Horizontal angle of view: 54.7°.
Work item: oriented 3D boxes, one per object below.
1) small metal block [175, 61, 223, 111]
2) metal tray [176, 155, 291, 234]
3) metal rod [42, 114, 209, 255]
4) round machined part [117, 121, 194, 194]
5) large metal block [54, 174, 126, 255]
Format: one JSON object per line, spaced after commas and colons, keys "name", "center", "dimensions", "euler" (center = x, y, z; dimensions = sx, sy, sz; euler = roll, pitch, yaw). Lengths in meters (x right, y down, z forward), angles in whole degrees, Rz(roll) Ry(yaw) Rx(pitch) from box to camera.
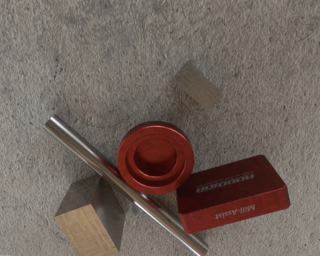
{"name": "small metal block", "center": [0.046, -0.052, 0.378], "dimensions": [0.050, 0.050, 0.025], "euler": [40, 105, -14]}
{"name": "metal tray", "center": [0.089, 0.083, 0.406], "dimensions": [0.131, 0.090, 0.030], "euler": [-17, 109, 6]}
{"name": "metal rod", "center": [-0.040, 0.090, 0.442], "dimensions": [0.025, 0.025, 0.300], "euler": [-43, 105, 14]}
{"name": "round machined part", "center": [-0.006, 0.036, 0.414], "dimensions": [0.099, 0.042, 0.097], "euler": [0, 110, 0]}
{"name": "large metal block", "center": [-0.091, 0.120, 0.424], "dimensions": [0.050, 0.080, 0.080], "euler": [-21, 109, 7]}
